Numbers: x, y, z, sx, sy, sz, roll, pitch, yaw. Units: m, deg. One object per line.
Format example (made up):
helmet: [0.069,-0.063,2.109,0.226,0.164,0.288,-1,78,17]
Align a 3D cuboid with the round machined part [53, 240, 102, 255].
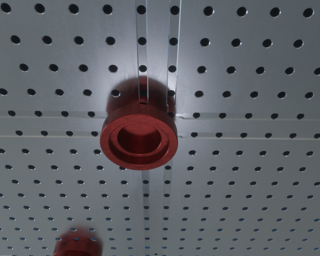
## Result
round machined part: [-0.170,0.273,0.631,0.099,0.042,0.097,0,130,0]

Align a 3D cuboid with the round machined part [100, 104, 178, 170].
round machined part: [-0.026,0.008,0.407,0.099,0.042,0.097,0,130,0]
